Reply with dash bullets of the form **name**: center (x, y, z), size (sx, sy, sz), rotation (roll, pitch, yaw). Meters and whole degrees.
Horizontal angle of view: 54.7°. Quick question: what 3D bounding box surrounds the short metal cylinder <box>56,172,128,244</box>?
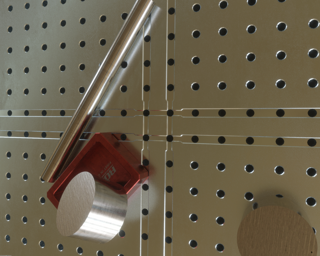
- **short metal cylinder**: center (-0.087, 0.102, 0.396), size (0.080, 0.050, 0.080), rotation (-28, 47, 35)

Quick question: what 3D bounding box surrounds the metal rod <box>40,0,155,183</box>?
- **metal rod**: center (-0.094, -0.049, 0.445), size (0.025, 0.025, 0.299), rotation (35, 101, 16)

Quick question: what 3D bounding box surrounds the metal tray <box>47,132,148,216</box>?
- **metal tray**: center (-0.091, 0.081, 0.441), size (0.090, 0.030, 0.130), rotation (45, 104, 14)

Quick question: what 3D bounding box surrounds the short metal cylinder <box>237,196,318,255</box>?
- **short metal cylinder**: center (0.132, 0.122, 0.353), size (0.080, 0.050, 0.080), rotation (0, 90, 20)
